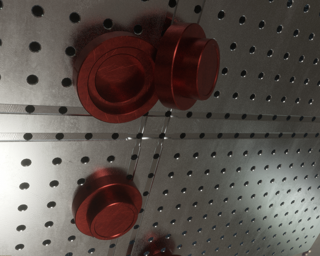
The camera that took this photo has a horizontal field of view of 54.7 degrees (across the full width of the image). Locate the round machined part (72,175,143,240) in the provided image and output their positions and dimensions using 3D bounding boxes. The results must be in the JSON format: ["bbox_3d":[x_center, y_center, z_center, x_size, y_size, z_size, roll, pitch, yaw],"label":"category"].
[{"bbox_3d":[-0.070,0.118,0.437,0.099,0.042,0.097,-14,125,-21],"label":"round machined part"}]

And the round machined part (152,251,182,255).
[{"bbox_3d":[0.005,0.269,0.571,0.099,0.042,0.097,-14,125,-21],"label":"round machined part"}]

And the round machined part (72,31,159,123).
[{"bbox_3d":[-0.047,-0.057,0.340,0.099,0.042,0.097,-14,125,-21],"label":"round machined part"}]

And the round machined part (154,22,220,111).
[{"bbox_3d":[0.036,-0.067,0.349,0.099,0.042,0.097,-36,133,-52],"label":"round machined part"}]
